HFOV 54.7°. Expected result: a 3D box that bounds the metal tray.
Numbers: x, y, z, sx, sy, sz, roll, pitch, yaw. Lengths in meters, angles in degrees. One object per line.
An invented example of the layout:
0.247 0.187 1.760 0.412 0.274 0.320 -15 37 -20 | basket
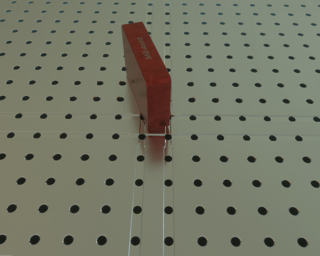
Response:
-0.020 -0.073 0.426 0.030 0.089 0.130 -14 52 -11 | metal tray
